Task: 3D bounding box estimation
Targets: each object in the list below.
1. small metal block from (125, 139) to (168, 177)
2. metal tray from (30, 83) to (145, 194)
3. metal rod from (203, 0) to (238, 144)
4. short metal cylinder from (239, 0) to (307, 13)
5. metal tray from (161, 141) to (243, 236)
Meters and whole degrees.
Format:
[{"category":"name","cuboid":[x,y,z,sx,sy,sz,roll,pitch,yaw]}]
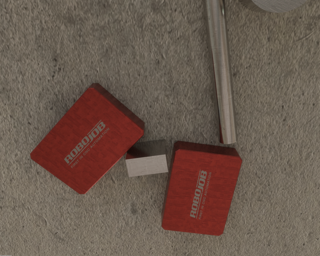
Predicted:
[{"category":"small metal block","cuboid":[-0.016,0.039,0.411,0.050,0.050,0.025,-8,110,2]},{"category":"metal tray","cuboid":[-0.095,0.016,0.412,0.090,0.030,0.130,41,105,-14]},{"category":"metal rod","cuboid":[0.067,-0.121,0.365,0.025,0.025,0.298,-9,110,3]},{"category":"short metal cylinder","cuboid":[0.124,-0.168,0.336,0.081,0.050,0.079,0,110,-1]},{"category":"metal tray","cuboid":[0.056,0.088,0.440,0.091,0.030,0.129,8,110,-4]}]
